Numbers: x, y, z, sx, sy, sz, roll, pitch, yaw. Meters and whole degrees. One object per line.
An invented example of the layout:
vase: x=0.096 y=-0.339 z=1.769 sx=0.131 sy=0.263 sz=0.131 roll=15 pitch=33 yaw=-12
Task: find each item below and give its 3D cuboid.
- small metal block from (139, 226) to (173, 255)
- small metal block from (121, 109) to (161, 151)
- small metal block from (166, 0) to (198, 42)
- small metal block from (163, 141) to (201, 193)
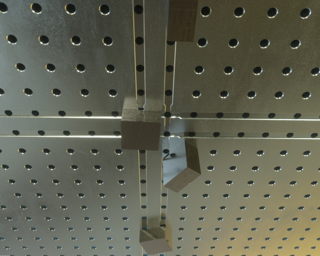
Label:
small metal block: x=-0.007 y=0.218 z=0.597 sx=0.050 sy=0.025 sz=0.050 roll=-14 pitch=129 yaw=11
small metal block: x=-0.025 y=0.003 z=0.414 sx=0.050 sy=0.025 sz=0.050 roll=3 pitch=130 yaw=-3
small metal block: x=0.020 y=-0.117 z=0.296 sx=0.025 sy=0.050 sz=0.050 roll=1 pitch=130 yaw=-2
small metal block: x=0.030 y=0.056 z=0.443 sx=0.025 sy=0.050 sz=0.050 roll=31 pitch=123 yaw=-24
